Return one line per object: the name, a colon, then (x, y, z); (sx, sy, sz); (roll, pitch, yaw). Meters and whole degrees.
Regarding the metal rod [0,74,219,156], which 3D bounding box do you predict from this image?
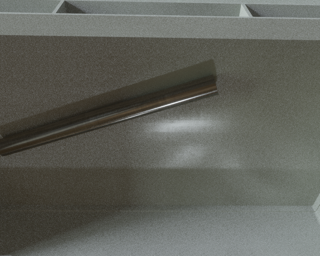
metal rod: (-0.076, -0.012, 0.397); (0.301, 0.025, 0.025); (-15, 129, 12)
